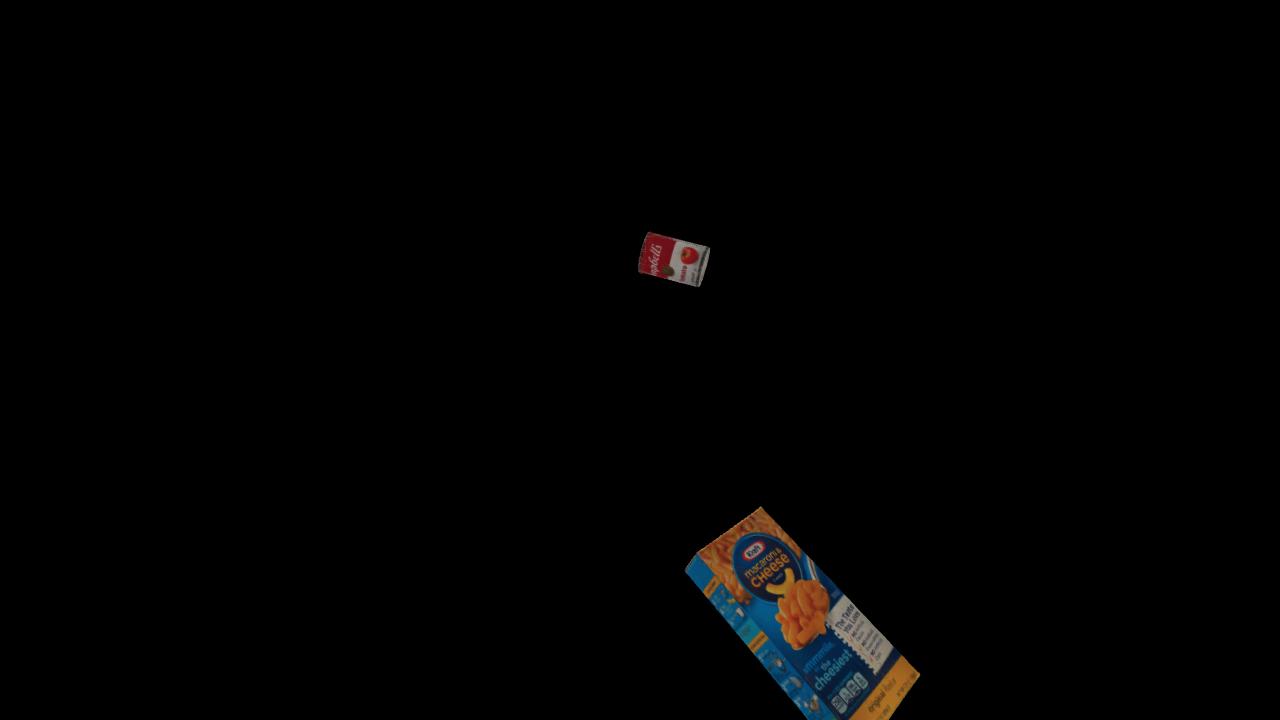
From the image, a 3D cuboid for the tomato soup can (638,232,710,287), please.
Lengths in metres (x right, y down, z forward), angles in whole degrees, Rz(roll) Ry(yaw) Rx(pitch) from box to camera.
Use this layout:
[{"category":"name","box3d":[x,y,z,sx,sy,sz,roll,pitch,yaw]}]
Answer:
[{"category":"tomato soup can","box3d":[0.055,-0.160,0.981,0.101,0.068,0.068,16,2,7]}]

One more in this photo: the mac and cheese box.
[{"category":"mac and cheese box","box3d":[0.133,0.220,0.519,0.093,0.041,0.184,-23,58,-37]}]
